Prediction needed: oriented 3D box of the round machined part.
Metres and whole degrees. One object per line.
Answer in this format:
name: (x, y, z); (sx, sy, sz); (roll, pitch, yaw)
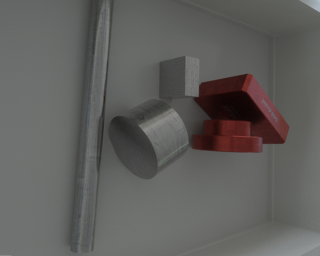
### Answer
round machined part: (0.095, 0.011, 0.442); (0.099, 0.098, 0.042); (3, 89, -40)

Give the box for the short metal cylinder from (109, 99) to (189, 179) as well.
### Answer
short metal cylinder: (-0.014, 0.013, 0.361); (0.050, 0.080, 0.080); (-31, 110, -36)

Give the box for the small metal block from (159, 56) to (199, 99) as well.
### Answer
small metal block: (0.025, -0.065, 0.413); (0.025, 0.050, 0.050); (1, 90, -40)

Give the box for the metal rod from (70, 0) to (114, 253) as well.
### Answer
metal rod: (-0.074, -0.017, 0.345); (0.025, 0.025, 0.298); (7, 86, -40)

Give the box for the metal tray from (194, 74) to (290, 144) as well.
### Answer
metal tray: (0.125, -0.023, 0.470); (0.130, 0.090, 0.030); (42, 61, -32)
